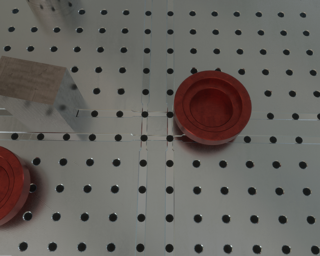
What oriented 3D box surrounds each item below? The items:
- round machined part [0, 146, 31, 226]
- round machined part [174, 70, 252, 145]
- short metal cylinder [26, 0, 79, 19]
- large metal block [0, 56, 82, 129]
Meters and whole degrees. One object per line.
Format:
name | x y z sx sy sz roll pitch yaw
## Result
round machined part | -0.206 0.072 0.375 0.099 0.042 0.098 0 70 0
round machined part | 0.067 -0.024 0.412 0.099 0.042 0.098 0 70 0
short metal cylinder | -0.171 -0.217 0.476 0.081 0.050 0.080 0 70 0
large metal block | -0.155 -0.043 0.397 0.080 0.080 0.050 11 71 4
